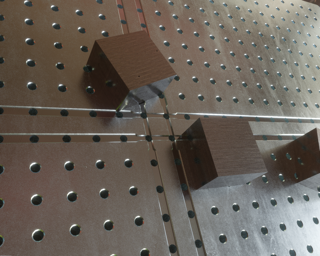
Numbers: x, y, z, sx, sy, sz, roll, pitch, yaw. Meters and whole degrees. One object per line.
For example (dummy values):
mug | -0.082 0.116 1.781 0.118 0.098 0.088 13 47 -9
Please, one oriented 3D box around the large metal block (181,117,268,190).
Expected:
large metal block | 0.084 0.033 0.417 0.081 0.050 0.080 0 62 -28

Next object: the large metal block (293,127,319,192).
large metal block | 0.268 0.057 0.500 0.080 0.050 0.080 22 54 -15

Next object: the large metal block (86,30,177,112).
large metal block | -0.039 -0.079 0.419 0.081 0.050 0.080 -26 76 -37
